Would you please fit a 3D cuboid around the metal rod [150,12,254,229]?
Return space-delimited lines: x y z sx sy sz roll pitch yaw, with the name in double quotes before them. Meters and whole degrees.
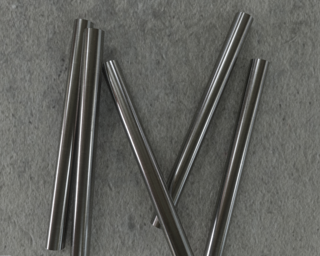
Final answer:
"metal rod" 0.056 -0.009 0.410 0.025 0.025 0.299 22 90 -1

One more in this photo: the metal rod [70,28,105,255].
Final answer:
"metal rod" -0.094 0.025 0.400 0.025 0.025 0.298 5 93 -1

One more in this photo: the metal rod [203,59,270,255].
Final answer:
"metal rod" 0.098 0.057 0.411 0.025 0.025 0.298 14 90 -1

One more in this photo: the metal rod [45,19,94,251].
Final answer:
"metal rod" -0.119 0.008 0.408 0.025 0.025 0.298 7 90 -1

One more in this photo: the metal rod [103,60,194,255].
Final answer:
"metal rod" -0.012 0.054 0.390 0.025 0.025 0.299 -22 83 0
